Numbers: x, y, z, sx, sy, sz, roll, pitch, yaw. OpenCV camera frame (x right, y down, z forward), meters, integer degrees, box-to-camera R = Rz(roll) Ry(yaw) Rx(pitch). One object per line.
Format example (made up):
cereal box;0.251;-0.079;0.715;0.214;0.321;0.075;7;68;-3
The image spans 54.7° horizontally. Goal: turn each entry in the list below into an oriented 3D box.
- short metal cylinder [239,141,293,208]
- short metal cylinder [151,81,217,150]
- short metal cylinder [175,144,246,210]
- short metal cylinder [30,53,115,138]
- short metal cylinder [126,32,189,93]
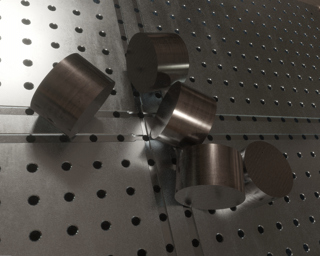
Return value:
short metal cylinder;0.134;0.064;0.427;0.081;0.050;0.080;14;56;-21
short metal cylinder;0.029;-0.014;0.398;0.050;0.080;0.080;24;53;-14
short metal cylinder;0.059;0.060;0.370;0.081;0.080;0.050;17;55;-19
short metal cylinder;-0.095;-0.036;0.344;0.050;0.080;0.080;38;51;-3
short metal cylinder;-0.005;-0.090;0.427;0.050;0.080;0.080;-11;68;-33
